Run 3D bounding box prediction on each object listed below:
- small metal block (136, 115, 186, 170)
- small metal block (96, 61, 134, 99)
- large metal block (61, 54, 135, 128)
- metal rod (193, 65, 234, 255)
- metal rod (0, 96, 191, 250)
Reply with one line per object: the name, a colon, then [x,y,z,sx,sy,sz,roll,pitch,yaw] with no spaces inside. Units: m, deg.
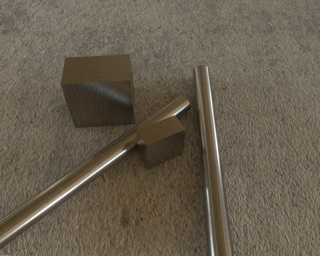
small metal block: [0.001,0.018,0.372,0.050,0.050,0.025,-22,54,-18]
small metal block: [-0.064,-0.067,0.442,0.050,0.050,0.025,-4,50,-4]
large metal block: [-0.077,-0.047,0.406,0.081,0.080,0.050,-4,50,-4]
metal rod: [0.061,0.028,0.380,0.025,0.025,0.300,1,50,0]
metal rod: [-0.075,0.045,0.364,0.302,0.025,0.025,-36,59,-27]
